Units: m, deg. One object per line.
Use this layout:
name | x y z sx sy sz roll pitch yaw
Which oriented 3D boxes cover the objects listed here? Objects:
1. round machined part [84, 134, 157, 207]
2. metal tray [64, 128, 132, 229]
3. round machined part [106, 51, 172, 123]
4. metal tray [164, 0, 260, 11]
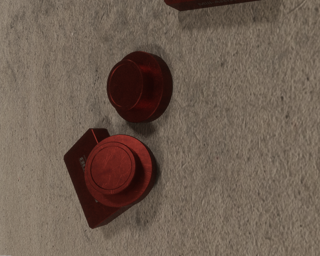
round machined part | -0.057 0.056 0.413 0.098 0.042 0.098 -4 74 15
metal tray | -0.095 0.076 0.478 0.090 0.030 0.130 -41 65 32
round machined part | -0.034 -0.056 0.420 0.098 0.042 0.097 0 90 39
metal tray | 0.067 -0.186 0.345 0.130 0.030 0.089 9 96 39
